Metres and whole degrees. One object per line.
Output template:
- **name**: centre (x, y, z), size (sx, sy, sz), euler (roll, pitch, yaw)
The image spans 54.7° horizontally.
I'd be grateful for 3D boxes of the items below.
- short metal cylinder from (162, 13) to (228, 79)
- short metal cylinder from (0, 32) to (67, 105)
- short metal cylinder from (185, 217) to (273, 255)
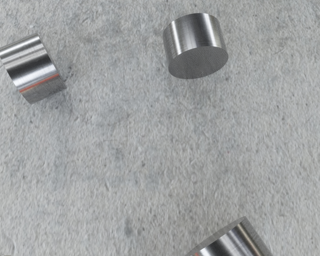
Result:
- **short metal cylinder**: centre (0.047, -0.108, 0.419), size (0.081, 0.080, 0.050), euler (-8, 71, -3)
- **short metal cylinder**: centre (-0.164, -0.077, 0.405), size (0.050, 0.080, 0.080), euler (-28, 73, -10)
- **short metal cylinder**: centre (0.073, 0.138, 0.329), size (0.080, 0.080, 0.050), euler (-31, 73, -11)
